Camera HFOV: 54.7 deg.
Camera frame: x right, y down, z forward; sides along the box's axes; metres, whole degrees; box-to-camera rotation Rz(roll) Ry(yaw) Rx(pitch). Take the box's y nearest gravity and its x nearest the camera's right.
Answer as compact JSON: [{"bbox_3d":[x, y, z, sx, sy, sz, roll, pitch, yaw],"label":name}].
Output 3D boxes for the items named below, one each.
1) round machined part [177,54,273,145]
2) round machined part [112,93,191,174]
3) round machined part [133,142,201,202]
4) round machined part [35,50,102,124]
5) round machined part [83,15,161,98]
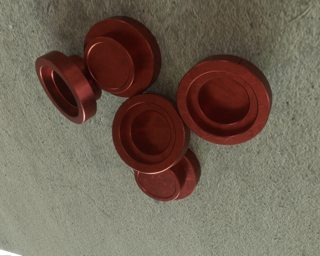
[{"bbox_3d":[0.071,-0.033,0.338,0.098,0.042,0.097,13,124,20],"label":"round machined part"},{"bbox_3d":[-0.008,0.005,0.389,0.098,0.042,0.097,3,96,25],"label":"round machined part"},{"bbox_3d":[0.004,0.063,0.432,0.098,0.042,0.097,13,124,20],"label":"round machined part"},{"bbox_3d":[-0.115,-0.057,0.407,0.098,0.042,0.097,33,146,27],"label":"round machined part"},{"bbox_3d":[-0.051,-0.081,0.372,0.098,0.042,0.097,13,124,20],"label":"round machined part"}]
